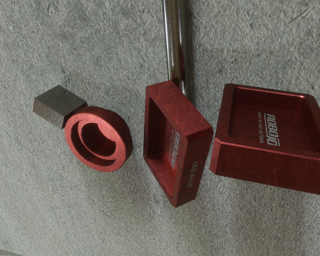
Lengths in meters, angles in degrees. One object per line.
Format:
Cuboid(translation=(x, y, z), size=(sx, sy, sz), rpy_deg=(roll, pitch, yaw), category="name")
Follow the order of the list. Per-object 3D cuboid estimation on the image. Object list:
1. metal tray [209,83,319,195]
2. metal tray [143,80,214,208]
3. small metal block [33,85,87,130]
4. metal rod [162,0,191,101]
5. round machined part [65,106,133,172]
Cuboid(translation=(0.098, 0.000, 0.277), size=(0.090, 0.130, 0.030), rpy_deg=(10, 119, 10), category="metal tray")
Cuboid(translation=(0.014, 0.021, 0.361), size=(0.090, 0.030, 0.129), rpy_deg=(55, 153, 36), category="metal tray")
Cuboid(translation=(-0.143, -0.031, 0.445), size=(0.050, 0.050, 0.025), rpy_deg=(32, 128, 8), category="small metal block")
Cuboid(translation=(0.023, -0.048, 0.364), size=(0.025, 0.025, 0.298), rpy_deg=(8, 122, 23), category="metal rod")
Cuboid(translation=(-0.082, 0.012, 0.443), size=(0.098, 0.042, 0.097), rpy_deg=(12, 125, 19), category="round machined part")
